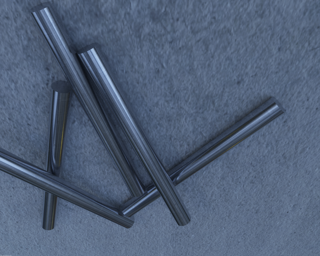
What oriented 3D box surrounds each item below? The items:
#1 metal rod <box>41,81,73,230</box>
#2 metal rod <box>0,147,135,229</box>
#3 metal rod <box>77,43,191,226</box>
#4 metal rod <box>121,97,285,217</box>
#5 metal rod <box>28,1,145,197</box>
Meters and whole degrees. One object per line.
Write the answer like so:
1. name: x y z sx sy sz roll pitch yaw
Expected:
1. metal rod: -0.156 0.061 0.456 0.025 0.025 0.298 12 129 -11
2. metal rod: -0.141 0.090 0.451 0.025 0.025 0.300 -29 134 22
3. metal rod: -0.021 0.029 0.410 0.025 0.025 0.299 -18 122 14
4. metal rod: 0.046 0.055 0.454 0.025 0.025 0.299 35 122 -26
5. metal rod: -0.076 -0.010 0.397 0.025 0.025 0.299 -13 129 10
